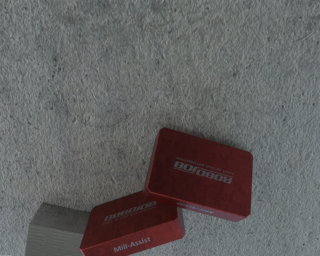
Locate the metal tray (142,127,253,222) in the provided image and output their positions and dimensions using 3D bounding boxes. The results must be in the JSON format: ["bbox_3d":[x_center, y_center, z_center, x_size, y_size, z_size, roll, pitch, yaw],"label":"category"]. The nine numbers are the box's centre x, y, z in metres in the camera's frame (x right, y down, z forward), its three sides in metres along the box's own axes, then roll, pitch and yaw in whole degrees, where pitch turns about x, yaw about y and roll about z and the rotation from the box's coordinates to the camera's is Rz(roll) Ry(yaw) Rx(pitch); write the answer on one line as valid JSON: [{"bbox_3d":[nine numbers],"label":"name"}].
[{"bbox_3d":[0.052,0.060,0.399,0.131,0.090,0.030,16,150,-7],"label":"metal tray"}]

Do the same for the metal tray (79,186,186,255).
[{"bbox_3d":[-0.035,0.126,0.420,0.130,0.090,0.030,-20,110,6],"label":"metal tray"}]

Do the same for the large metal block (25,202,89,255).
[{"bbox_3d":[-0.146,0.165,0.455,0.081,0.050,0.079,13,110,-5],"label":"large metal block"}]
